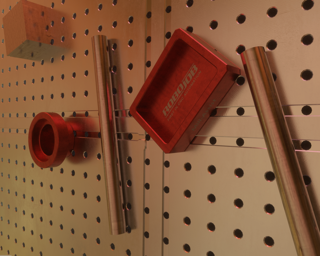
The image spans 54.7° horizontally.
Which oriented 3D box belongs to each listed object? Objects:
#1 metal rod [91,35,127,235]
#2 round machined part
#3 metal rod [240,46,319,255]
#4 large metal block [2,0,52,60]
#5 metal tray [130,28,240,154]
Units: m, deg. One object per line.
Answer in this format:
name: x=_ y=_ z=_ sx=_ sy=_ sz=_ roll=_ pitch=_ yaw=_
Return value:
metal rod: x=-0.078 y=0.007 z=0.471 sx=0.025 sy=0.025 sz=0.298 roll=-11 pitch=83 yaw=39
round machined part: x=-0.190 y=0.021 z=0.552 sx=0.098 sy=0.042 sz=0.097 roll=0 pitch=90 yaw=39
metal rod: x=0.130 y=0.063 z=0.301 sx=0.025 sy=0.025 sz=0.299 roll=-21 pitch=77 yaw=38
large metal block: x=-0.259 y=-0.188 z=0.603 sx=0.080 sy=0.050 sz=0.080 roll=-17 pitch=79 yaw=38
metal tray: x=0.024 y=-0.044 z=0.384 sx=0.090 sy=0.030 sz=0.129 roll=48 pitch=118 yaw=29
